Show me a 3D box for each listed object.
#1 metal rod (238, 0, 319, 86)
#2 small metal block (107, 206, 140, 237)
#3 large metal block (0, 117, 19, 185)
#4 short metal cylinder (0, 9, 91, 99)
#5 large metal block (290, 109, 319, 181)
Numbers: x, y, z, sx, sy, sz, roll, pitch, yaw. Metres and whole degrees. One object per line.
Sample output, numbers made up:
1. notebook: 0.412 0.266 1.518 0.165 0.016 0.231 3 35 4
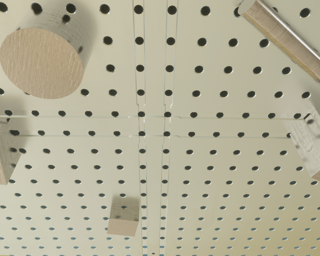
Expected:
1. metal rod: 0.206 -0.054 0.368 0.301 0.025 0.025 30 124 -24
2. small metal block: -0.066 0.167 0.553 0.050 0.025 0.050 9 130 -8
3. large metal block: -0.245 0.028 0.416 0.081 0.050 0.079 6 130 -6
4. short metal cylinder: -0.118 -0.077 0.328 0.081 0.050 0.079 0 130 0
5. large metal block: 0.231 0.031 0.406 0.080 0.080 0.050 21 127 -17
